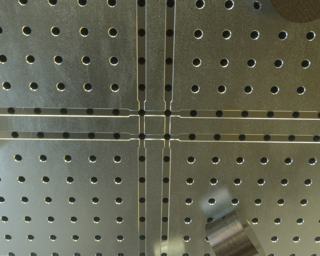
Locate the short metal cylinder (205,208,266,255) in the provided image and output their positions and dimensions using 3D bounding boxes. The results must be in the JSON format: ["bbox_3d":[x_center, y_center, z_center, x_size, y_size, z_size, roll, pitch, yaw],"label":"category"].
[{"bbox_3d":[0.109,0.163,0.446,0.050,0.080,0.080,-34,107,11],"label":"short metal cylinder"}]

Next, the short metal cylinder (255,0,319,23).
[{"bbox_3d":[0.152,-0.159,0.344,0.081,0.050,0.079,0,110,-1],"label":"short metal cylinder"}]
